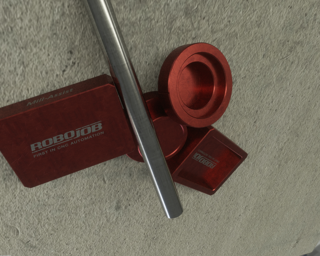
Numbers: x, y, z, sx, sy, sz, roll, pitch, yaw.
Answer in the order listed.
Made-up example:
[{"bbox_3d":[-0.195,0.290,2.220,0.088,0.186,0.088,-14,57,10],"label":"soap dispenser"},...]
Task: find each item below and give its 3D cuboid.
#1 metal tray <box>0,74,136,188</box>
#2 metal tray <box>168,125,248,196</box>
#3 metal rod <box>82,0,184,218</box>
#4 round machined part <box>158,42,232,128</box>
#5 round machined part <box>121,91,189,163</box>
[{"bbox_3d":[-0.101,0.004,0.338,0.131,0.030,0.090,-20,124,-6],"label":"metal tray"},{"bbox_3d":[0.068,0.047,0.457,0.090,0.030,0.130,-51,139,8],"label":"metal tray"},{"bbox_3d":[-0.026,-0.022,0.337,0.025,0.025,0.298,-25,114,-13],"label":"metal rod"},{"bbox_3d":[0.037,-0.051,0.373,0.099,0.042,0.097,-6,100,-34],"label":"round machined part"},{"bbox_3d":[-0.004,0.005,0.399,0.099,0.042,0.097,-14,124,-21],"label":"round machined part"}]
